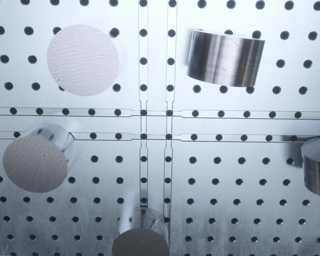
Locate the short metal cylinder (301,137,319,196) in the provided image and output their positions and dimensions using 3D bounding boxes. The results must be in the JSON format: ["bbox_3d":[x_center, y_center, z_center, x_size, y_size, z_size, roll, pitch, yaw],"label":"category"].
[{"bbox_3d":[0.230,0.049,0.404,0.080,0.080,0.050,-12,110,4],"label":"short metal cylinder"}]

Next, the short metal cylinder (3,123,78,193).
[{"bbox_3d":[-0.157,0.039,0.413,0.081,0.050,0.079,0,110,0],"label":"short metal cylinder"}]

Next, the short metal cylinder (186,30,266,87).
[{"bbox_3d":[0.074,-0.081,0.355,0.081,0.080,0.050,7,110,-3],"label":"short metal cylinder"}]

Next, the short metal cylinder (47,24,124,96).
[{"bbox_3d":[-0.086,-0.083,0.369,0.081,0.050,0.079,0,110,0],"label":"short metal cylinder"}]

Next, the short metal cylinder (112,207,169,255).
[{"bbox_3d":[-0.028,0.166,0.461,0.081,0.050,0.079,0,110,0],"label":"short metal cylinder"}]
